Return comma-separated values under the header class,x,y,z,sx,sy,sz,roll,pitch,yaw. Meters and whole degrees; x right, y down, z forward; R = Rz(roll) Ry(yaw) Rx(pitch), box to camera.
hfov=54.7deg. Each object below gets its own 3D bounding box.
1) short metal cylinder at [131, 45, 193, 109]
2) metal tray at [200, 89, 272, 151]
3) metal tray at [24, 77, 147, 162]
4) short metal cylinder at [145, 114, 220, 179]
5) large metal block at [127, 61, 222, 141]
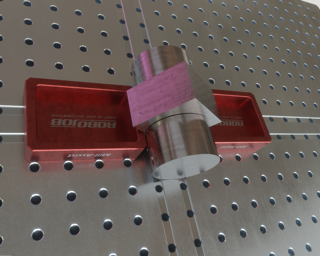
class,x,y,z,sx,sy,sz,roll,pitch,yaw
short metal cylinder,0.005,-0.064,0.414,0.081,0.080,0.050,1,61,-28
metal tray,0.096,-0.012,0.464,0.131,0.030,0.090,1,61,-28
metal tray,-0.087,-0.009,0.363,0.131,0.030,0.090,1,61,-28
short metal cylinder,0.026,0.024,0.371,0.081,0.080,0.050,2,61,-28
large metal block,0.019,-0.026,0.380,0.080,0.080,0.050,30,41,-54
